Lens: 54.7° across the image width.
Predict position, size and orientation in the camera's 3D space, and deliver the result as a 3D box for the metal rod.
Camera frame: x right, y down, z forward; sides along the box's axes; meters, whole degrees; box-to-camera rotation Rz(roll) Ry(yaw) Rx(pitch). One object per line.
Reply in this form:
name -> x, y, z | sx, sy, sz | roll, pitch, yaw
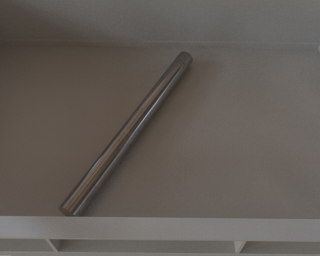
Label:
metal rod -> -0.028, -0.011, 0.413 | 0.025, 0.025, 0.301 | 22, 53, 17
